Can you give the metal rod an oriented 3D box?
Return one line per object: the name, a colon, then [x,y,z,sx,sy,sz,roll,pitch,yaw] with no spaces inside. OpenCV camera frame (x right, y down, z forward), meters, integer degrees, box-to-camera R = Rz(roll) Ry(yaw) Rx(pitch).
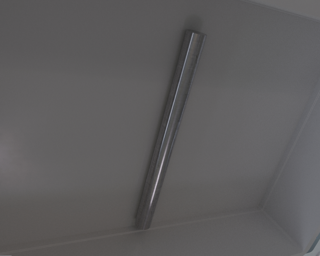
metal rod: [0.008,0.019,0.424,0.025,0.025,0.298,1,118,-29]
